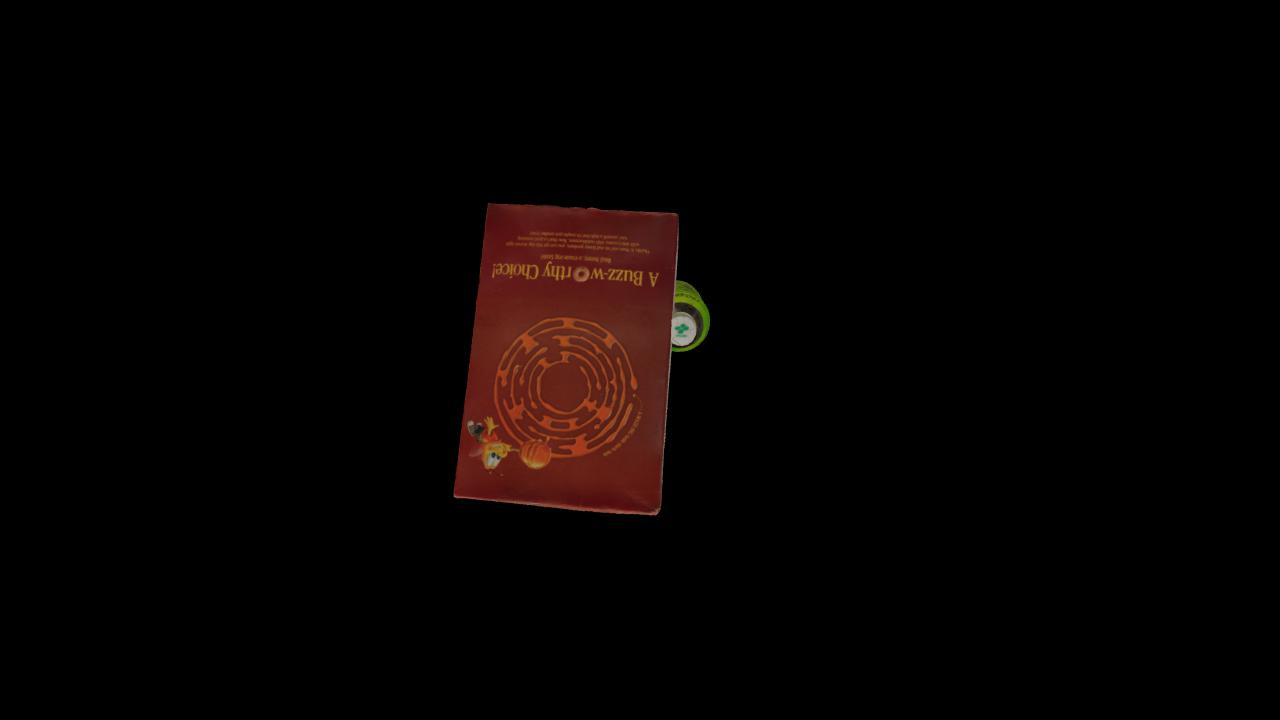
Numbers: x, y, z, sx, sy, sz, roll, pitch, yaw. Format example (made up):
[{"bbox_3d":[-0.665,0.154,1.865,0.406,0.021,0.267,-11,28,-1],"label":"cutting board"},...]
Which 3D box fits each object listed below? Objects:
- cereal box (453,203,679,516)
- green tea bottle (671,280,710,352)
[{"bbox_3d":[-0.069,-0.002,0.638,0.203,0.306,0.081,3,-8,4],"label":"cereal box"},{"bbox_3d":[0.043,-0.049,0.710,0.073,0.073,0.212,0,14,3],"label":"green tea bottle"}]
